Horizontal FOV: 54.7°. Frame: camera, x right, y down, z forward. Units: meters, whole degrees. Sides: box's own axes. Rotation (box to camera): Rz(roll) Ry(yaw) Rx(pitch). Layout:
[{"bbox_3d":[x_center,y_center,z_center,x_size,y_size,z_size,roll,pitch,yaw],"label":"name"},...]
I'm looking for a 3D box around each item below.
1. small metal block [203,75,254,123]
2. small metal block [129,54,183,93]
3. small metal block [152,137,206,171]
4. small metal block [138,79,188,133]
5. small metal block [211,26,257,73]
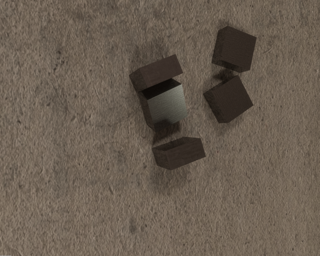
[{"bbox_3d":[0.099,-0.041,0.447,0.050,0.025,0.050,-33,101,-17],"label":"small metal block"},{"bbox_3d":[-0.006,-0.068,0.394,0.050,0.050,0.025,-25,98,-19],"label":"small metal block"},{"bbox_3d":[0.023,0.032,0.406,0.050,0.050,0.025,-19,97,-19],"label":"small metal block"},{"bbox_3d":[0.005,-0.030,0.401,0.050,0.025,0.050,-27,128,-18],"label":"small metal block"},{"bbox_3d":[0.108,-0.113,0.450,0.050,0.025,0.050,14,85,-20],"label":"small metal block"}]
